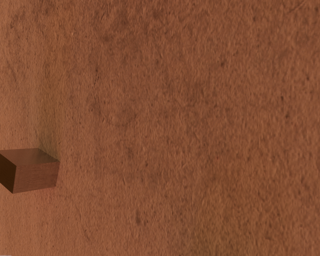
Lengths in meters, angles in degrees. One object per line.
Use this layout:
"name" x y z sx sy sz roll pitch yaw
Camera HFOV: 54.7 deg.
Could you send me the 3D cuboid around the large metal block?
"large metal block" -0.245 0.075 0.567 0.080 0.081 0.050 20 103 38
